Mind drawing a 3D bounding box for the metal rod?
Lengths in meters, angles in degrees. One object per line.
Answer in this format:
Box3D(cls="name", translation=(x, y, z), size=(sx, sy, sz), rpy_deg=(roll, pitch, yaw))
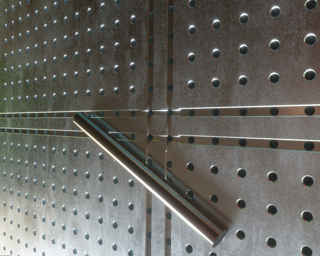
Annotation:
Box3D(cls="metal rod", translation=(-0.033, 0.055, 0.437), size=(0.300, 0.025, 0.025), rpy_deg=(35, 112, 34))
